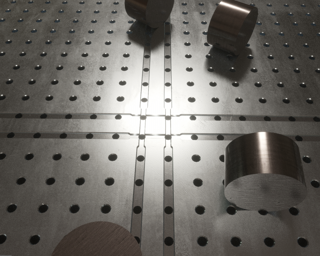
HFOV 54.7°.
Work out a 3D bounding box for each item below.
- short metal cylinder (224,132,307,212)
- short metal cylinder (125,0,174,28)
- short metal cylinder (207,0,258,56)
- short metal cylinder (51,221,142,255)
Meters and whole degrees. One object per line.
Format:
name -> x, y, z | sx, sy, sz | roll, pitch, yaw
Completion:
short metal cylinder -> 0.110, 0.049, 0.332 | 0.080, 0.080, 0.050 | 6, 50, 4
short metal cylinder -> -0.018, -0.231, 0.566 | 0.050, 0.080, 0.080 | 33, 57, 24
short metal cylinder -> 0.120, -0.168, 0.514 | 0.050, 0.080, 0.080 | 29, 56, 21
short metal cylinder -> -0.054, 0.133, 0.279 | 0.081, 0.050, 0.080 | 0, 50, 0
